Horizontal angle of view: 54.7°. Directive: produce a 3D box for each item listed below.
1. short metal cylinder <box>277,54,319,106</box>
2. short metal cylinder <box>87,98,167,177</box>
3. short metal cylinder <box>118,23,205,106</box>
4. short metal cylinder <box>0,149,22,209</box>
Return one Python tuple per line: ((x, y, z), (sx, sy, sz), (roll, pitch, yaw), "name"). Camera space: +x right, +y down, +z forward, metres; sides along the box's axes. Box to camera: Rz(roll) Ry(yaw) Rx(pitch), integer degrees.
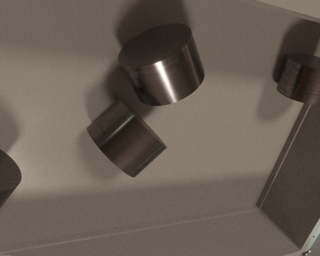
((0.218, -0.072, 0.451), (0.081, 0.080, 0.050), (-7, 122, -25), "short metal cylinder")
((-0.038, 0.011, 0.360), (0.050, 0.080, 0.080), (-43, 130, 1), "short metal cylinder")
((0.002, -0.069, 0.333), (0.080, 0.080, 0.050), (-32, 129, -8), "short metal cylinder")
((-0.188, 0.052, 0.303), (0.080, 0.080, 0.050), (33, 100, -39), "short metal cylinder")
